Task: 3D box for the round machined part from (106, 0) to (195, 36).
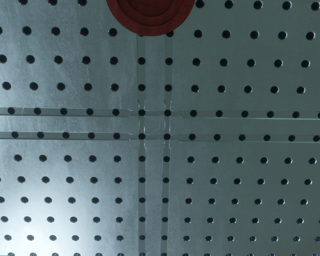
[{"bbox_3d":[-0.010,-0.155,0.347,0.099,0.042,0.097,0,110,-1],"label":"round machined part"}]
